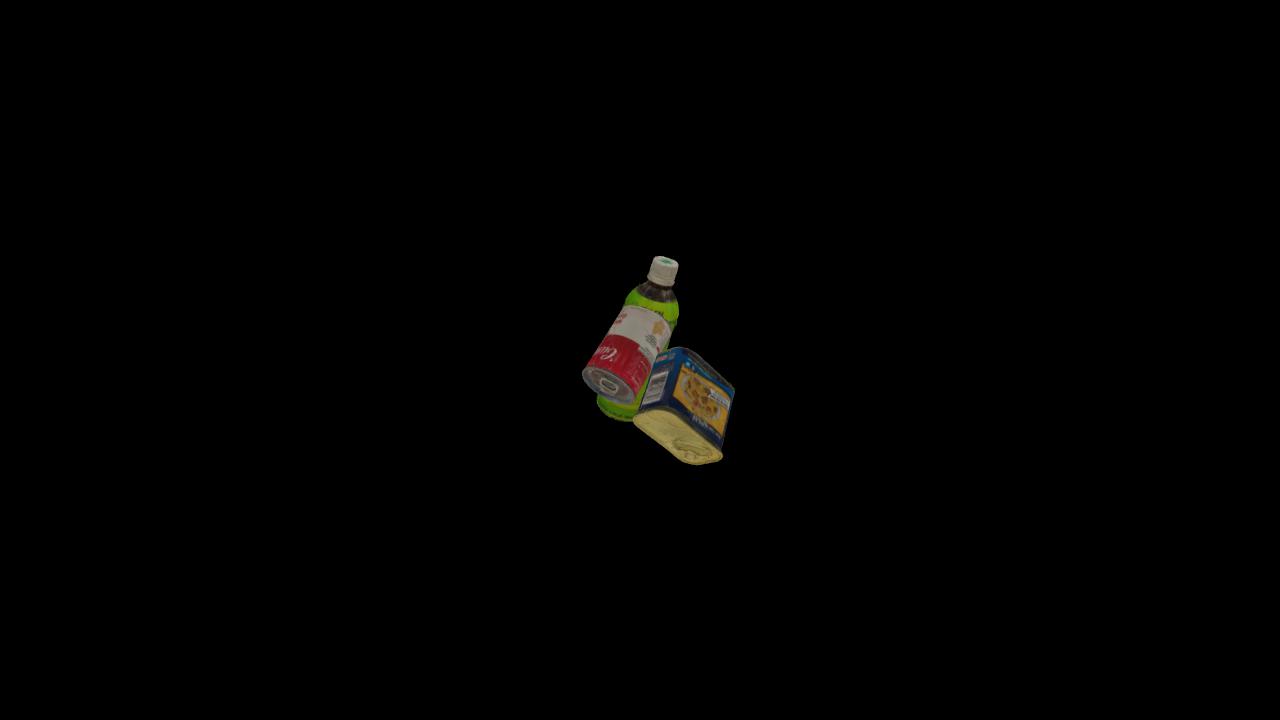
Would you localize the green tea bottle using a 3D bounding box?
[{"bbox_3d":[0.003,-0.025,0.755,0.073,0.212,0.073,14,27,-8],"label":"green tea bottle"}]

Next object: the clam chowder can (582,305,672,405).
[{"bbox_3d":[-0.013,-0.009,0.711,0.068,0.102,0.068,24,-27,13],"label":"clam chowder can"}]

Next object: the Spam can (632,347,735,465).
[{"bbox_3d":[0.050,0.048,0.645,0.058,0.085,0.101,-19,-49,43],"label":"Spam can"}]
